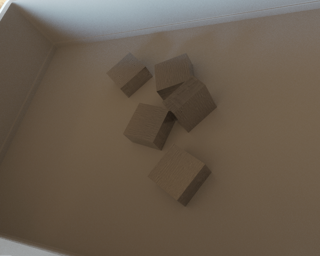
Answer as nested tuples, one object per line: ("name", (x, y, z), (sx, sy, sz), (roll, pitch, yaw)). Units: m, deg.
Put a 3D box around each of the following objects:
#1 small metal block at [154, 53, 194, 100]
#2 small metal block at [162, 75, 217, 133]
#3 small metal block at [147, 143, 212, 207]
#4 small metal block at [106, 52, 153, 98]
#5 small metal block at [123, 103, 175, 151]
("small metal block", (0.021, -0.072, 0.439), (0.050, 0.025, 0.050), (-17, 55, 18))
("small metal block", (0.038, -0.029, 0.388), (0.050, 0.050, 0.025), (-42, 51, -1))
("small metal block", (0.022, 0.054, 0.361), (0.050, 0.025, 0.050), (33, 80, 38))
("small metal block", (-0.048, -0.083, 0.482), (0.050, 0.025, 0.050), (-42, 51, -1))
("small metal block", (-0.013, -0.003, 0.414), (0.050, 0.025, 0.050), (14, 69, 33))
